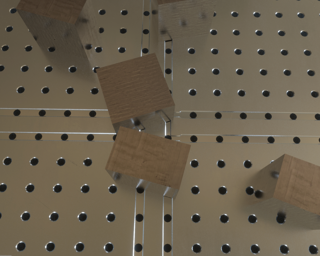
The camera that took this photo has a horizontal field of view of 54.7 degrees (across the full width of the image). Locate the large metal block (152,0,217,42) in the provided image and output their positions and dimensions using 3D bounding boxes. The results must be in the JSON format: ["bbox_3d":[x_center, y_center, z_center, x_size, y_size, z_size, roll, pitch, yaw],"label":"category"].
[{"bbox_3d":[0.032,-0.176,0.447,0.081,0.080,0.050,-11,71,-5],"label":"large metal block"}]

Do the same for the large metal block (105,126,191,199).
[{"bbox_3d":[-0.012,0.044,0.366,0.080,0.080,0.050,15,71,5],"label":"large metal block"}]

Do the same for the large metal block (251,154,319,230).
[{"bbox_3d":[0.162,0.077,0.357,0.080,0.080,0.050,21,71,7],"label":"large metal block"}]

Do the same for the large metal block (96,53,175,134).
[{"bbox_3d":[-0.032,-0.044,0.414,0.081,0.050,0.080,-17,71,-7],"label":"large metal block"}]

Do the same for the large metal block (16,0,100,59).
[{"bbox_3d":[-0.138,-0.149,0.436,0.080,0.080,0.050,16,71,5],"label":"large metal block"}]
